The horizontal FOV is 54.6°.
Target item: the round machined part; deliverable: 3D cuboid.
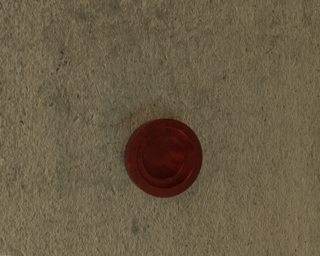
[{"bbox_3d":[0.002,0.037,0.400,0.099,0.042,0.097,0,90,-20],"label":"round machined part"}]
